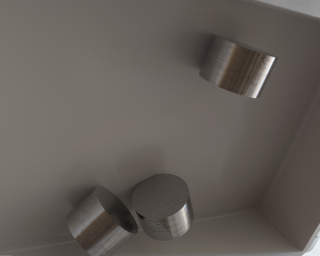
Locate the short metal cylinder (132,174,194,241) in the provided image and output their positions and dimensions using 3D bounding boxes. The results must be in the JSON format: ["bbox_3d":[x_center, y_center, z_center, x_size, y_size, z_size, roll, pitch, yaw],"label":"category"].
[{"bbox_3d":[0.005,0.112,0.445,0.081,0.080,0.050,-24,127,-14],"label":"short metal cylinder"}]

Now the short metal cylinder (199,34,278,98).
[{"bbox_3d":[0.094,-0.076,0.377,0.081,0.080,0.050,6,116,-31],"label":"short metal cylinder"}]

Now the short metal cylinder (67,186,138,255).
[{"bbox_3d":[-0.075,0.124,0.409,0.050,0.080,0.080,-43,129,1],"label":"short metal cylinder"}]
